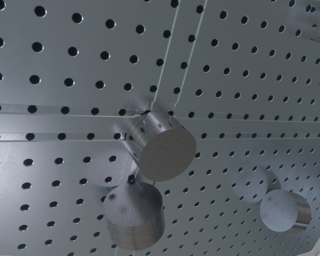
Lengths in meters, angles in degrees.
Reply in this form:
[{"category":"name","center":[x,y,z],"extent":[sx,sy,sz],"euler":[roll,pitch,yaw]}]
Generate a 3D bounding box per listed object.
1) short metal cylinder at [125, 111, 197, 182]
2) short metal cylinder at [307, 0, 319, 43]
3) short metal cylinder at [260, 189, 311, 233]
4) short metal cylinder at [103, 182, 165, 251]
[{"category":"short metal cylinder","center":[0.001,0.024,0.410],"extent":[0.081,0.050,0.079],"euler":[-14,124,-21]},{"category":"short metal cylinder","center":[0.261,-0.156,0.441],"extent":[0.081,0.050,0.079],"euler":[-14,124,-21]},{"category":"short metal cylinder","center":[0.247,0.165,0.613],"extent":[0.050,0.080,0.080],"euler":[19,108,-36]},{"category":"short metal cylinder","center":[-0.035,0.121,0.431],"extent":[0.081,0.080,0.050],"euler":[-18,126,-18]}]
